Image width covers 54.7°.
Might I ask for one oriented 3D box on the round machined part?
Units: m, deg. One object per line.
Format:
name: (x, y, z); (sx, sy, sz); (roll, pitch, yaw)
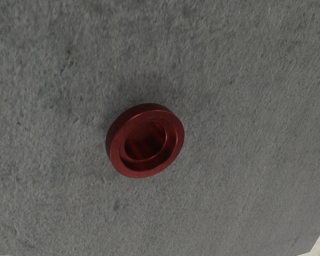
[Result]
round machined part: (-0.022, 0.012, 0.393); (0.099, 0.042, 0.097); (-14, 125, -21)
